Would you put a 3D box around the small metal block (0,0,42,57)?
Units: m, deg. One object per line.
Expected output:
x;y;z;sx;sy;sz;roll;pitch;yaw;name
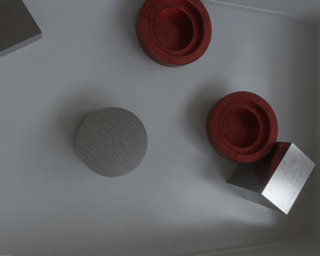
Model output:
-0.169;-0.116;0.348;0.050;0.025;0.050;-33;101;-17;small metal block

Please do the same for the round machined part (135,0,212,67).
0.015;-0.128;0.408;0.099;0.042;0.097;0;90;-21;round machined part

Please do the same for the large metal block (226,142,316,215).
0.155;0.065;0.440;0.050;0.080;0.080;39;77;-16;large metal block

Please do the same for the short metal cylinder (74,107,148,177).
-0.061;0.016;0.375;0.081;0.050;0.079;0;90;-21;short metal cylinder

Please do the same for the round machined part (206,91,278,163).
0.111;0.000;0.438;0.099;0.042;0.097;1;83;-12;round machined part
